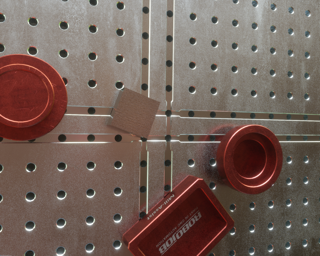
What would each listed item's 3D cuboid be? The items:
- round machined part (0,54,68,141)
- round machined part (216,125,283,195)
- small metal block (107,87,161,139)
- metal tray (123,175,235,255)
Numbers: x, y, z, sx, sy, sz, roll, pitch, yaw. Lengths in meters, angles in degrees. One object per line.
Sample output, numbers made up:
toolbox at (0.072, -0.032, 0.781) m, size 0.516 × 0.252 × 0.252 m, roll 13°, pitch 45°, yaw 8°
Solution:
round machined part at (-0.155, -0.034, 0.346) m, size 0.099 × 0.042 × 0.097 m, roll 0°, pitch 90°, yaw -20°
round machined part at (0.124, 0.044, 0.449) m, size 0.099 × 0.042 × 0.097 m, roll 0°, pitch 90°, yaw -20°
small metal block at (-0.034, -0.018, 0.400) m, size 0.050 × 0.025 × 0.050 m, roll 22°, pitch 83°, yaw -19°
metal tray at (0.028, 0.139, 0.420) m, size 0.130 × 0.030 × 0.090 m, roll -40°, pitch 103°, yaw -16°
